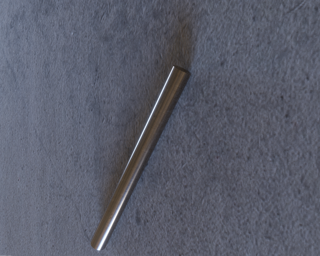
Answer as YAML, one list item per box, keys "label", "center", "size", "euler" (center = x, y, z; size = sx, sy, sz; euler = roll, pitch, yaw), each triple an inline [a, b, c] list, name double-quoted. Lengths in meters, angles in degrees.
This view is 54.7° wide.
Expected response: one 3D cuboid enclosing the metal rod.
- label: "metal rod"
  center: [-0.034, 0.054, 0.430]
  size: [0.025, 0.025, 0.298]
  euler: [39, 114, 32]
